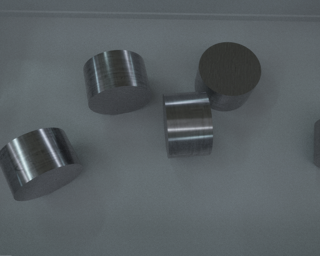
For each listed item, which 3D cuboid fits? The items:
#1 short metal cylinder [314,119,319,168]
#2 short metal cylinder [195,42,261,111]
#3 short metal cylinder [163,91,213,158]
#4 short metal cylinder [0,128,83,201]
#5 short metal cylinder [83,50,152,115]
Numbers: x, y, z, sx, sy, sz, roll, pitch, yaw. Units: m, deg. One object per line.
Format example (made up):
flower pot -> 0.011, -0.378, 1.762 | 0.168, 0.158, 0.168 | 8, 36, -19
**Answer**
short metal cylinder -> 0.232, 0.021, 0.376 | 0.080, 0.080, 0.050 | 10, 71, 3
short metal cylinder -> 0.090, -0.069, 0.423 | 0.081, 0.050, 0.080 | 0, 70, 0
short metal cylinder -> 0.032, -0.004, 0.382 | 0.050, 0.080, 0.080 | -4, 70, -2
short metal cylinder -> -0.139, 0.043, 0.363 | 0.080, 0.080, 0.050 | -29, 73, -10
short metal cylinder -> -0.055, -0.056, 0.400 | 0.081, 0.080, 0.050 | -11, 71, -4
